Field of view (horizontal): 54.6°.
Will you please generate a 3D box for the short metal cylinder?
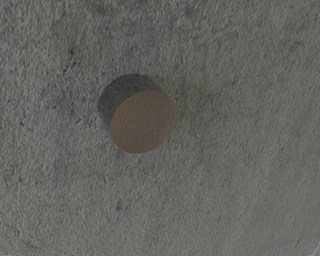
[{"bbox_3d":[-0.027,-0.017,0.365,0.081,0.050,0.080,-14,124,-21],"label":"short metal cylinder"}]
